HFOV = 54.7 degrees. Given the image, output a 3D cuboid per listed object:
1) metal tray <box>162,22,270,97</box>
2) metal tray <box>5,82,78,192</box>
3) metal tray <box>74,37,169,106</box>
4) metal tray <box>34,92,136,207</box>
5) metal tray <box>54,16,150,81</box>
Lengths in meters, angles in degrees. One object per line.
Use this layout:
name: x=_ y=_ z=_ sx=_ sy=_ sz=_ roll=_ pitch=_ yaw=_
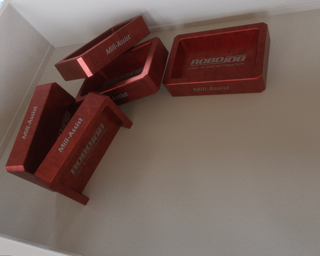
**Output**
metal tray: x=0.075 y=-0.090 z=0.417 sx=0.130 sy=0.030 sz=0.090 roll=0 pitch=62 yaw=27
metal tray: x=-0.147 y=0.014 z=0.430 sx=0.030 sy=0.090 sz=0.130 roll=-7 pitch=59 yaw=26
metal tray: x=-0.056 y=-0.075 z=0.452 sx=0.130 sy=0.030 sz=0.090 roll=-14 pitch=44 yaw=30
metal tray: x=-0.092 y=0.029 z=0.409 sx=0.030 sy=0.090 sz=0.130 roll=18 pitch=70 yaw=31
metal tray: x=-0.088 y=-0.122 z=0.477 sx=0.131 sy=0.030 sz=0.090 roll=-44 pitch=28 yaw=-28
